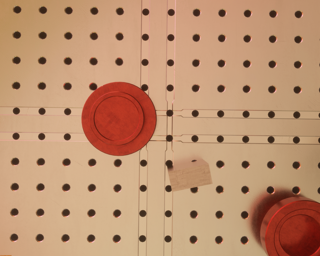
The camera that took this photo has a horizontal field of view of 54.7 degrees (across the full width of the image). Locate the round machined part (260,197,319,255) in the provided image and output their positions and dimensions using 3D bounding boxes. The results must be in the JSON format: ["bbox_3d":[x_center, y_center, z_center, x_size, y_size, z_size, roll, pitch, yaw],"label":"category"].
[{"bbox_3d":[0.180,0.138,0.406,0.099,0.042,0.097,0,90,0],"label":"round machined part"}]

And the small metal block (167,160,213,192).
[{"bbox_3d":[0.037,0.060,0.401,0.050,0.050,0.025,-11,90,0],"label":"small metal block"}]

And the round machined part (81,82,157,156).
[{"bbox_3d":[-0.054,-0.012,0.404,0.099,0.042,0.097,0,90,0],"label":"round machined part"}]
